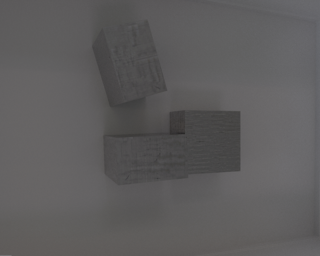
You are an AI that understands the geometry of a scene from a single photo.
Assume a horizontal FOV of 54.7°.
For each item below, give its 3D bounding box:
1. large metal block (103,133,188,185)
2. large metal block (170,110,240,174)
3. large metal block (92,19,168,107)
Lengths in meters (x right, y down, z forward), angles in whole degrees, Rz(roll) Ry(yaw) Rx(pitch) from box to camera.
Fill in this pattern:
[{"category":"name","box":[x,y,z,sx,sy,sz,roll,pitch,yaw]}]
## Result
[{"category":"large metal block","box":[-0.020,0.033,0.374,0.081,0.080,0.050,-2,91,-20]},{"category":"large metal block","box":[0.060,0.017,0.419,0.081,0.050,0.080,0,90,-20]},{"category":"large metal block","box":[-0.039,-0.072,0.367,0.050,0.080,0.080,-18,96,-19]}]
